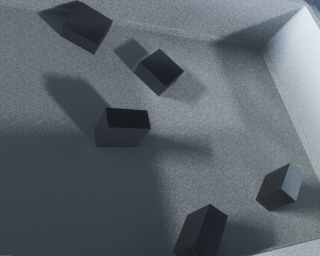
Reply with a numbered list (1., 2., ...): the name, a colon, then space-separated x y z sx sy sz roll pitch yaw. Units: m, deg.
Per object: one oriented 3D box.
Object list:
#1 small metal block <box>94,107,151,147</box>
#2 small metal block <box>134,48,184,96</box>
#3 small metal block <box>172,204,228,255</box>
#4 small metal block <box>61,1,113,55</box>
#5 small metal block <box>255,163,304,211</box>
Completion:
1. small metal block: -0.046 0.001 0.366 0.050 0.050 0.025 2 61 -28
2. small metal block: -0.001 -0.083 0.457 0.050 0.025 0.050 44 51 2
3. small metal block: 0.044 0.118 0.343 0.025 0.050 0.050 35 51 -6
4. small metal block: -0.101 -0.139 0.431 0.050 0.025 0.050 29 62 -11
5. small metal block: 0.167 0.083 0.431 0.025 0.050 0.050 41 51 -1
